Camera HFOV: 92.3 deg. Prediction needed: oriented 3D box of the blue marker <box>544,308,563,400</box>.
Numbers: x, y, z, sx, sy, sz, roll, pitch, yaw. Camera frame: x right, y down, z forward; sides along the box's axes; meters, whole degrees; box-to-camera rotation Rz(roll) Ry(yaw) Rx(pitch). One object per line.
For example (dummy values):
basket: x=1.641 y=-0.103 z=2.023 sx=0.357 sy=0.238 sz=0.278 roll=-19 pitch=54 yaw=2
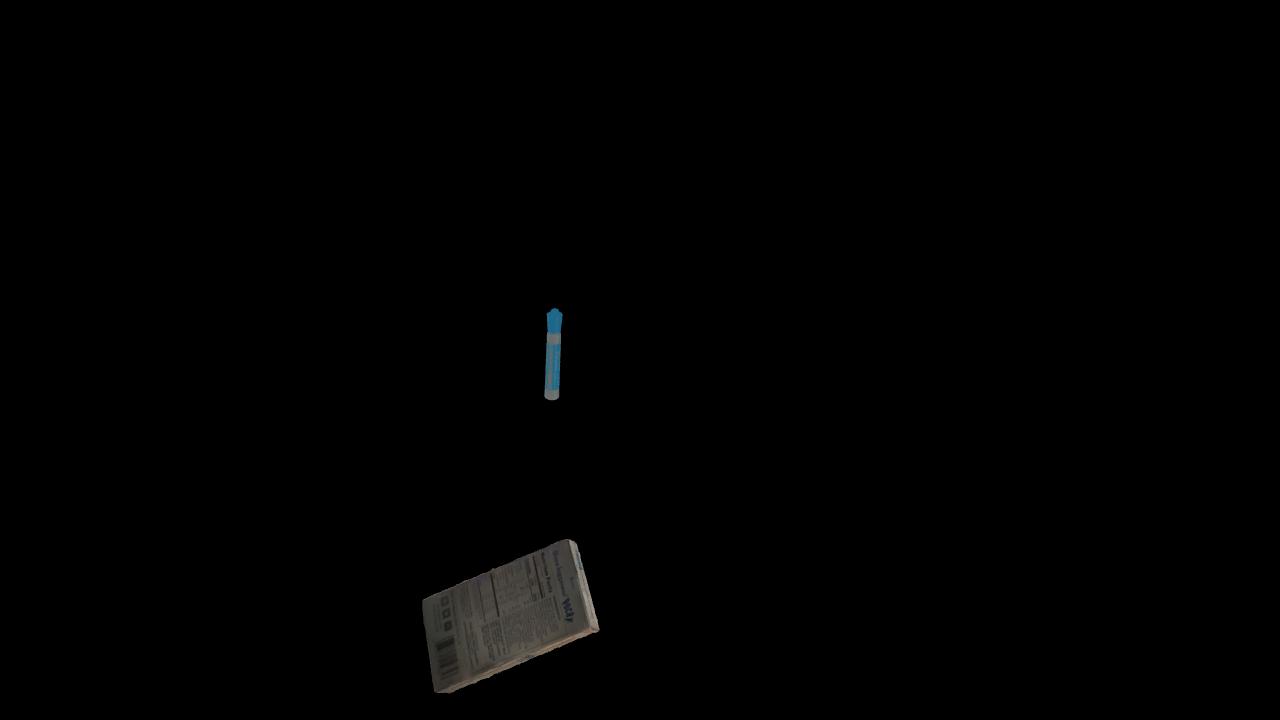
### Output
blue marker: x=-0.106 y=-0.006 z=0.754 sx=0.020 sy=0.121 sz=0.020 roll=5 pitch=28 yaw=-3

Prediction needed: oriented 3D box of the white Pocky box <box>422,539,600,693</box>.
white Pocky box: x=-0.119 y=0.230 z=0.555 sx=0.154 sy=0.084 sz=0.028 roll=-24 pitch=-32 yaw=5
